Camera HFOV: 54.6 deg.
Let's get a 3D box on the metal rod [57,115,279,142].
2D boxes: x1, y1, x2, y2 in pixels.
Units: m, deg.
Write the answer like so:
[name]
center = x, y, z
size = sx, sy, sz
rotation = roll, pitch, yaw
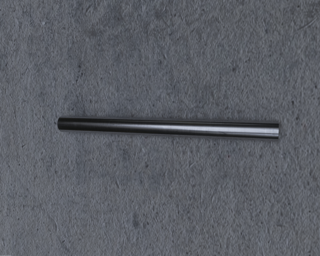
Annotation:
[metal rod]
center = -0.003, -0.001, 0.412
size = 0.301, 0.025, 0.025
rotation = 2, 91, 20
